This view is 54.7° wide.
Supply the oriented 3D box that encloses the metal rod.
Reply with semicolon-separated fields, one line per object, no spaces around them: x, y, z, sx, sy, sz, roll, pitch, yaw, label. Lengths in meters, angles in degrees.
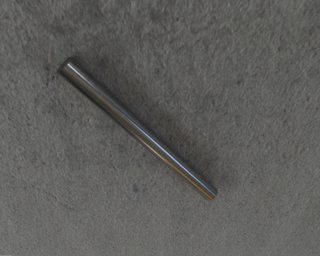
-0.012;0.017;0.421;0.025;0.025;0.300;-32;124;24;metal rod
